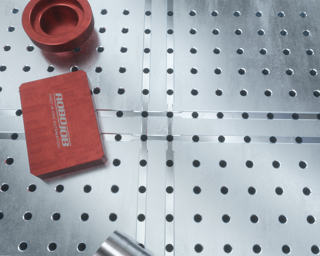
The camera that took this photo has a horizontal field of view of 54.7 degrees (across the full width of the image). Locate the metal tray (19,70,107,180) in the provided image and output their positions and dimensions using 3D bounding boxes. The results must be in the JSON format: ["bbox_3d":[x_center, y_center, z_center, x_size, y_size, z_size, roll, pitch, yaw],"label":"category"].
[{"bbox_3d":[-0.129,-0.006,0.410,0.091,0.030,0.130,-14,71,-6],"label":"metal tray"}]

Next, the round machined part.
[{"bbox_3d":[-0.146,-0.152,0.457,0.099,0.042,0.098,0,70,0],"label":"round machined part"}]

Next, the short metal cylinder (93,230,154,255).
[{"bbox_3d":[-0.049,0.156,0.325,0.050,0.080,0.080,32,73,11],"label":"short metal cylinder"}]
